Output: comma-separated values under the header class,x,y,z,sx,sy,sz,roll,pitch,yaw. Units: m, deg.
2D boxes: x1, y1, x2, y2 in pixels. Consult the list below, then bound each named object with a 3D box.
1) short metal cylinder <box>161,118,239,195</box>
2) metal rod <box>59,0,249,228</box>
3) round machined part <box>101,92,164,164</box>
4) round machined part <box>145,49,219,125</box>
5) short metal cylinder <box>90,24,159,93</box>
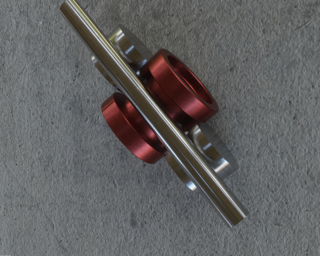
class,x,y,z,sx,sy,sz,roll,pitch,yaw
short metal cylinder,0.047,0.030,0.364,0.050,0.080,0.080,-41,78,15
metal rod,-0.015,-0.026,0.330,0.025,0.025,0.300,-42,77,15
round machined part,-0.021,-0.007,0.377,0.042,0.098,0.098,-40,78,11
round machined part,0.021,-0.043,0.364,0.042,0.098,0.098,-42,77,20
short metal cylinder,-0.041,-0.084,0.394,0.050,0.080,0.080,-41,78,15
